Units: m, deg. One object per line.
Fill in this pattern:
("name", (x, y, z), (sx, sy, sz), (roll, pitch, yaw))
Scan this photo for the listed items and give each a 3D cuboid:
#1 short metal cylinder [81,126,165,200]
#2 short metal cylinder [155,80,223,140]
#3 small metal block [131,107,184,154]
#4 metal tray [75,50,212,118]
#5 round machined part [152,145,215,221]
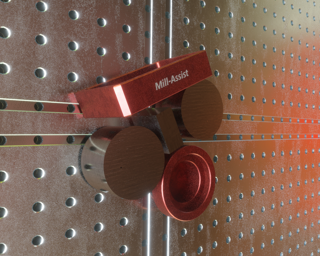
("short metal cylinder", (-0.042, 0.037, 0.353), (0.081, 0.050, 0.079), (0, 90, -40))
("short metal cylinder", (0.041, -0.024, 0.422), (0.081, 0.050, 0.079), (0, 90, -40))
("small metal block", (-0.004, 0.003, 0.384), (0.025, 0.050, 0.050), (-32, 110, -36))
("metal tray", (-0.016, -0.050, 0.347), (0.131, 0.090, 0.030), (-29, 109, -36))
("round machined part", (0.027, 0.071, 0.416), (0.099, 0.042, 0.097), (0, 90, -40))
